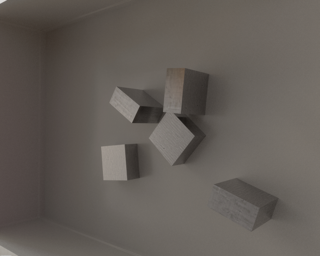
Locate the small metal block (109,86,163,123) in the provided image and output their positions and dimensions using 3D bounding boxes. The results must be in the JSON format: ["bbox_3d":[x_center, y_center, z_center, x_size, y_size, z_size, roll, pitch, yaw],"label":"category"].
[{"bbox_3d":[-0.030,-0.030,0.413,0.050,0.050,0.025,40,114,32],"label":"small metal block"}]

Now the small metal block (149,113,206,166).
[{"bbox_3d":[0.021,0.011,0.388,0.050,0.025,0.050,49,119,28],"label":"small metal block"}]

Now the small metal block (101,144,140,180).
[{"bbox_3d":[-0.058,0.050,0.453,0.050,0.025,0.050,-8,85,39],"label":"small metal block"}]

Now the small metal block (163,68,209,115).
[{"bbox_3d":[0.031,-0.042,0.363,0.025,0.050,0.050,8,95,39],"label":"small metal block"}]

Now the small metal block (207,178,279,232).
[{"bbox_3d":[0.086,0.076,0.319,0.050,0.050,0.025,24,105,37],"label":"small metal block"}]
